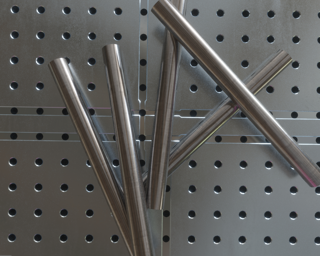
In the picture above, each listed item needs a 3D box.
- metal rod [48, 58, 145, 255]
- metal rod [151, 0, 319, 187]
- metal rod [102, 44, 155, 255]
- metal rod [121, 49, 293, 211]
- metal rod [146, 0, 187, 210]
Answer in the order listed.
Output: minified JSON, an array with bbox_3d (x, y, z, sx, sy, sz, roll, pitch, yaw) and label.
[{"bbox_3d":[-0.074,0.048,0.394,0.025,0.025,0.299,-25,83,0],"label":"metal rod"},{"bbox_3d":[0.100,-0.042,0.388,0.025,0.025,0.300,-43,94,0],"label":"metal rod"},{"bbox_3d":[-0.038,0.037,0.380,0.025,0.025,0.299,-10,77,0],"label":"metal rod"},{"bbox_3d":[0.057,0.006,0.414,0.300,0.025,0.025,-43,91,-1],"label":"metal rod"},{"bbox_3d":[0.009,-0.049,0.398,0.025,0.025,0.298,7,84,-1],"label":"metal rod"}]
